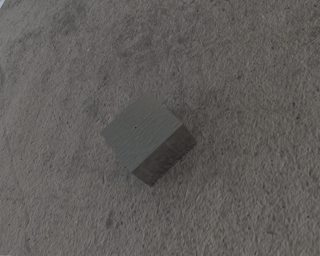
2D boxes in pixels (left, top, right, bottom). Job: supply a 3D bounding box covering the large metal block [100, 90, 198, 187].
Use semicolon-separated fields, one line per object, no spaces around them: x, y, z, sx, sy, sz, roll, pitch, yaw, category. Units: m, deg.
-0.015;0.012;0.389;0.080;0.050;0.080;-43;51;-2;large metal block
